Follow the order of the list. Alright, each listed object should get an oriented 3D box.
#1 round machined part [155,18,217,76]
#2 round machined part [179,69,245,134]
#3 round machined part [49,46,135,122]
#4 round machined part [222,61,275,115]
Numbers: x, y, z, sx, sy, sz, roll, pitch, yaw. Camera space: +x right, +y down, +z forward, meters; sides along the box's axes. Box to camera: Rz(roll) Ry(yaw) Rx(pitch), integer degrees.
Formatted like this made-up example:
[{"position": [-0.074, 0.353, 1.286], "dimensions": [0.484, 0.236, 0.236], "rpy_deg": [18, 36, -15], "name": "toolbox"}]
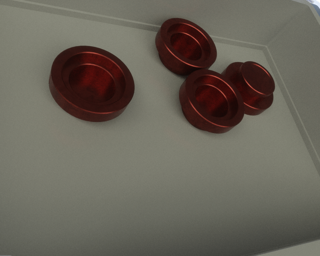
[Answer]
[{"position": [0.037, -0.122, 0.489], "dimensions": [0.099, 0.042, 0.098], "rpy_deg": [14, 56, -21], "name": "round machined part"}, {"position": [0.071, -0.035, 0.454], "dimensions": [0.099, 0.042, 0.098], "rpy_deg": [14, 56, -21], "name": "round machined part"}, {"position": [-0.085, -0.049, 0.379], "dimensions": [0.099, 0.042, 0.098], "rpy_deg": [14, 56, -21], "name": "round machined part"}, {"position": [0.153, -0.073, 0.521], "dimensions": [0.099, 0.042, 0.098], "rpy_deg": [14, 56, -21], "name": "round machined part"}]
